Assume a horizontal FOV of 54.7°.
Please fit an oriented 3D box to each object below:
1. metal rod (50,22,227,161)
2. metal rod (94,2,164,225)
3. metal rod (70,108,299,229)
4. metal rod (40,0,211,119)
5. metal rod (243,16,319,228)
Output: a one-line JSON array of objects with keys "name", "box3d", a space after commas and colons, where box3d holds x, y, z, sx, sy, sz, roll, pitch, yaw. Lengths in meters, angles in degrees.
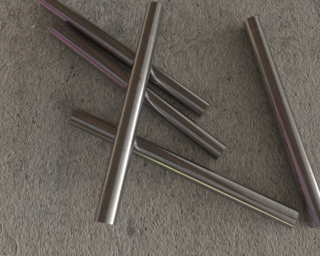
[{"name": "metal rod", "box3d": [-0.037, -0.057, 0.428, 0.300, 0.025, 0.025, 38, 74, 12]}, {"name": "metal rod", "box3d": [-0.034, -0.033, 0.392, 0.025, 0.025, 0.299, 10, 70, 3]}, {"name": "metal rod", "box3d": [0.023, 0.047, 0.390, 0.301, 0.025, 0.025, 24, 72, 8]}, {"name": "metal rod", "box3d": [-0.057, -0.110, 0.447, 0.300, 0.025, 0.025, 36, 74, 12]}, {"name": "metal rod", "box3d": [0.164, -0.022, 0.416, 0.025, 0.025, 0.299, -10, 70, -4]}]
